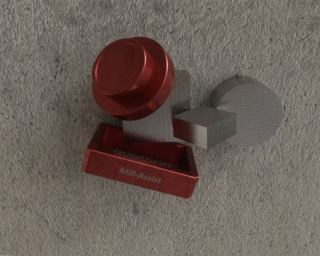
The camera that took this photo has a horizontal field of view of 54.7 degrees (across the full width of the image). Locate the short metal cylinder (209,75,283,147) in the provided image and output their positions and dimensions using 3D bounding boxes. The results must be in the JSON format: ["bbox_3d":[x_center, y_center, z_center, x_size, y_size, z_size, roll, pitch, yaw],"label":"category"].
[{"bbox_3d":[0.105,-0.023,0.391,0.081,0.050,0.079,0,110,0],"label":"short metal cylinder"}]

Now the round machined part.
[{"bbox_3d":[-0.037,-0.061,0.349,0.098,0.098,0.042,-35,151,11],"label":"round machined part"}]

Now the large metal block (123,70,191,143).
[{"bbox_3d":[-0.005,-0.029,0.388,0.080,0.050,0.079,-1,110,0],"label":"large metal block"}]

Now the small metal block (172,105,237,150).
[{"bbox_3d":[0.050,-0.003,0.348,0.050,0.050,0.025,-22,118,-37],"label":"small metal block"}]

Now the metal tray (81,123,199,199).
[{"bbox_3d":[-0.022,0.037,0.389,0.131,0.090,0.030,16,110,-6],"label":"metal tray"}]
